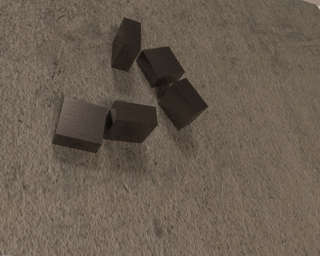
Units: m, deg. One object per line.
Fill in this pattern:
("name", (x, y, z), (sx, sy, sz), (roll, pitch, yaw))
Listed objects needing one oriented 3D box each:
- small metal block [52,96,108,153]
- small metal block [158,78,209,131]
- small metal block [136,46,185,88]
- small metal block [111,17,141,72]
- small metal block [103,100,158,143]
("small metal block", (-0.092, -0.003, 0.357), (0.050, 0.025, 0.050), (15, 55, -20))
("small metal block", (0.030, -0.032, 0.425), (0.025, 0.050, 0.050), (-29, 78, -38))
("small metal block", (0.001, -0.092, 0.462), (0.050, 0.025, 0.050), (-19, 72, -36))
("small metal block", (-0.048, -0.116, 0.434), (0.025, 0.050, 0.050), (12, 57, -22))
("small metal block", (-0.037, -0.006, 0.373), (0.050, 0.050, 0.025), (8, 59, -25))
